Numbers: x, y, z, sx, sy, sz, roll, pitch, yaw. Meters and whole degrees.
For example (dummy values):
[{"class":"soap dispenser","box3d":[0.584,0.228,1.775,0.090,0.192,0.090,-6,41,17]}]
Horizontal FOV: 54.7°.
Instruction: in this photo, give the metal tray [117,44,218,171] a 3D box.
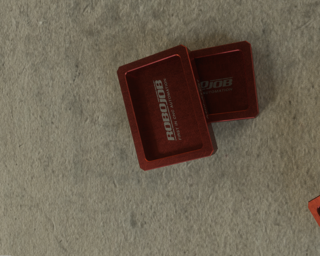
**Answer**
[{"class":"metal tray","box3d":[0.008,-0.022,0.370,0.090,0.030,0.129,-16,85,19]}]

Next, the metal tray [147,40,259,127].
[{"class":"metal tray","box3d":[0.051,-0.050,0.387,0.130,0.030,0.089,-6,88,19]}]

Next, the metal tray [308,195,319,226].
[{"class":"metal tray","box3d":[0.206,0.082,0.277,0.129,0.030,0.090,115,140,-52]}]
